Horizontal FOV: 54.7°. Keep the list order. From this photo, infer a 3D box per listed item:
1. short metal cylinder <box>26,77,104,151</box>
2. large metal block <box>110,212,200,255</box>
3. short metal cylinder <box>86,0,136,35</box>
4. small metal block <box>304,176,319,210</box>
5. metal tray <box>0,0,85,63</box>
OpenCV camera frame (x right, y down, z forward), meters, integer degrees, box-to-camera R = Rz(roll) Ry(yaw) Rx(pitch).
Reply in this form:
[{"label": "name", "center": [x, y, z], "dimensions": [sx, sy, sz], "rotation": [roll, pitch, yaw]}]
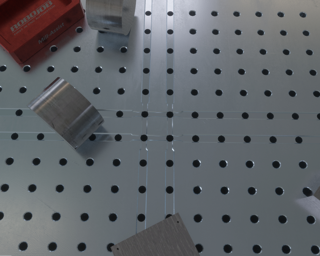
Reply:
[{"label": "short metal cylinder", "center": [-0.117, -0.017, 0.388], "dimensions": [0.080, 0.080, 0.050], "rotation": [39, 75, 13]}, {"label": "large metal block", "center": [0.002, 0.151, 0.343], "dimensions": [0.080, 0.050, 0.080], "rotation": [-25, 72, -9]}, {"label": "short metal cylinder", "center": [-0.068, -0.179, 0.447], "dimensions": [0.050, 0.080, 0.080], "rotation": [12, 71, 4]}, {"label": "small metal block", "center": [0.219, 0.082, 0.383], "dimensions": [0.050, 0.025, 0.050], "rotation": [39, 74, 13]}, {"label": "metal tray", "center": [-0.194, -0.170, 0.469], "dimensions": [0.090, 0.030, 0.130], "rotation": [42, 75, 14]}]
